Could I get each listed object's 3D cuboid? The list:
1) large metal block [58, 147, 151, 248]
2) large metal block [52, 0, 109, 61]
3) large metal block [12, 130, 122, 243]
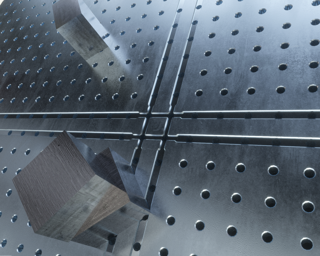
[{"bbox_3d":[-0.070,0.084,0.376,0.080,0.050,0.080,-34,52,5],"label":"large metal block"},{"bbox_3d":[-0.144,-0.184,0.559,0.050,0.080,0.080,-29,52,9],"label":"large metal block"},{"bbox_3d":[-0.103,0.063,0.342,0.080,0.050,0.080,-44,51,-3],"label":"large metal block"}]
